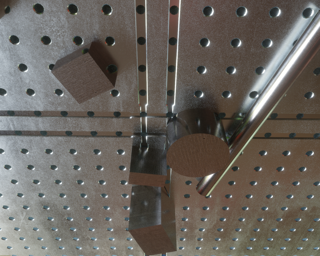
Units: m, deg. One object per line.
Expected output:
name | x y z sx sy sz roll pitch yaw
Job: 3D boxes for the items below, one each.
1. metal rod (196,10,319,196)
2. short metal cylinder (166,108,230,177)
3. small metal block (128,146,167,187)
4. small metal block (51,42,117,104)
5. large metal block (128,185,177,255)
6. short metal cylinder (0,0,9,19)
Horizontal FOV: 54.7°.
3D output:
metal rod | 0.121 -0.008 0.405 0.025 0.025 0.298 16 128 -13
short metal cylinder | 0.048 0.021 0.413 0.081 0.050 0.079 0 130 0
small metal block | -0.017 0.055 0.441 0.050 0.050 0.025 6 130 -6
small metal block | -0.086 -0.062 0.358 0.050 0.025 0.050 -22 127 18
large metal block | -0.010 0.146 0.499 0.050 0.080 0.080 -14 129 11
short metal cylinder | -0.191 -0.125 0.287 0.081 0.050 0.079 0 130 0
